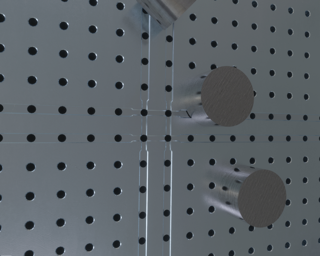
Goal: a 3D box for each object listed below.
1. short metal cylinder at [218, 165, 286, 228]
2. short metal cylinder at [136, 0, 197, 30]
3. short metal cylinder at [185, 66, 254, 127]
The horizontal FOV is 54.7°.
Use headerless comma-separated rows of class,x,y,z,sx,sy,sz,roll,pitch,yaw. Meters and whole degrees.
short metal cylinder,0.133,0.097,0.448,0.081,0.050,0.079,0,90,-20
short metal cylinder,0.016,-0.170,0.389,0.050,0.080,0.080,44,76,-15
short metal cylinder,0.081,-0.042,0.429,0.081,0.050,0.079,0,90,-20
